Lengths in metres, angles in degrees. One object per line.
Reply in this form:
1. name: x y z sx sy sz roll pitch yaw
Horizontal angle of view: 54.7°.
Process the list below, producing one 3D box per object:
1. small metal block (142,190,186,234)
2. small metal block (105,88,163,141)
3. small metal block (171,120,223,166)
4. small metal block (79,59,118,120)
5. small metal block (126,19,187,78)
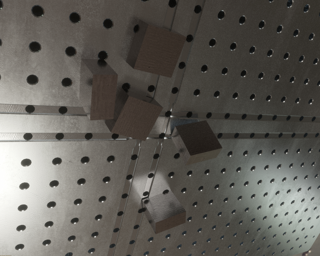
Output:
1. small metal block: 0.006 0.129 0.480 0.050 0.050 0.025 -14 125 -21
2. small metal block: -0.032 -0.016 0.385 0.050 0.025 0.050 17 110 -35
3. small metal block: 0.050 0.020 0.433 0.050 0.050 0.025 -11 146 -23
4. small metal block: -0.068 -0.042 0.333 0.025 0.050 0.050 -4 121 -27
5. small metal block: -0.005 -0.090 0.355 0.050 0.025 0.050 8 115 -32
